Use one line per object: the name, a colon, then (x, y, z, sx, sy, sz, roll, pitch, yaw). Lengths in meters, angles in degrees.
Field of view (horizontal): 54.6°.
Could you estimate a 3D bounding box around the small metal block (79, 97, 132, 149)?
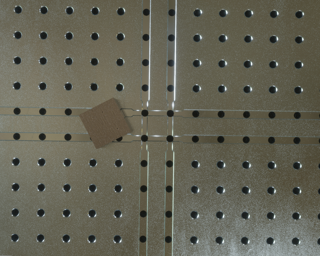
small metal block: (-0.071, -0.006, 0.413, 0.050, 0.025, 0.050, -27, 90, 0)
